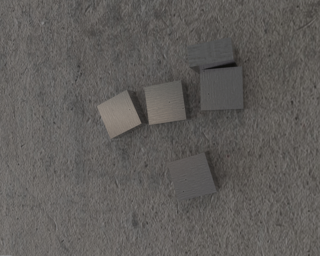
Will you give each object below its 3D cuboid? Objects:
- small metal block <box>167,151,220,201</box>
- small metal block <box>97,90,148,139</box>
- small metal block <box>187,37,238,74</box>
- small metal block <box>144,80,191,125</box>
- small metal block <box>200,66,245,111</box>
[{"bbox_3d":[0.043,0.061,0.394,0.050,0.025,0.050,-18,84,19],"label":"small metal block"},{"bbox_3d":[-0.051,-0.018,0.427,0.050,0.025,0.050,-26,82,18],"label":"small metal block"},{"bbox_3d":[0.065,-0.085,0.373,0.050,0.050,0.025,-7,88,20],"label":"small metal block"},{"bbox_3d":[0.010,-0.032,0.405,0.050,0.025,0.050,-8,87,19],"label":"small metal block"},{"bbox_3d":[0.077,-0.047,0.382,0.050,0.025,0.050,-2,90,20],"label":"small metal block"}]
